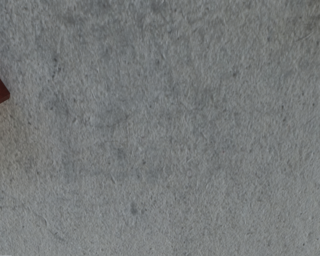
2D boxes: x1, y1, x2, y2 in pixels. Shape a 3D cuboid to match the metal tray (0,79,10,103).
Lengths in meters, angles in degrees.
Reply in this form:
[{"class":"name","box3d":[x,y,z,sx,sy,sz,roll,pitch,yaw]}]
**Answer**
[{"class":"metal tray","box3d":[-0.271,-0.047,0.386,0.130,0.030,0.090,-25,109,8]}]
